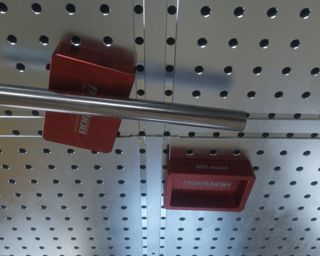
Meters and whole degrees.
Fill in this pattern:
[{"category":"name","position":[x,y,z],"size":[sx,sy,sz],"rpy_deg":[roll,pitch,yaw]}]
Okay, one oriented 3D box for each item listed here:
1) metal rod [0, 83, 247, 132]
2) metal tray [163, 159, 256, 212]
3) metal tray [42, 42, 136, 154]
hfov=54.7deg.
[{"category":"metal rod","position":[-0.052,-0.024,0.350],"size":[0.302,0.025,0.025],"rpy_deg":[6,130,-6]},{"category":"metal tray","position":[0.074,0.092,0.487],"size":[0.131,0.030,0.089],"rpy_deg":[3,130,-3]},{"category":"metal tray","position":[-0.090,-0.030,0.381],"size":[0.091,0.030,0.129],"rpy_deg":[14,129,-12]}]
